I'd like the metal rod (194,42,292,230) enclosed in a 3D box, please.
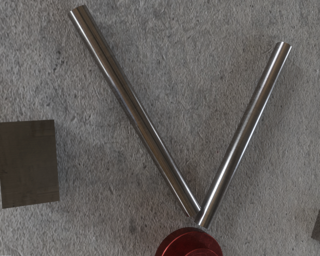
[{"bbox_3d":[0.126,0.005,0.457,0.025,0.025,0.299,30,80,-18],"label":"metal rod"}]

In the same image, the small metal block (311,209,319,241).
[{"bbox_3d":[0.288,0.170,0.518,0.050,0.025,0.050,24,82,-19],"label":"small metal block"}]

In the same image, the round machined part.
[{"bbox_3d":[0.044,0.189,0.418,0.099,0.042,0.097,0,90,-20],"label":"round machined part"}]

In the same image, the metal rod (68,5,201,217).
[{"bbox_3d":[-0.027,-0.013,0.399,0.025,0.025,0.299,-33,101,-17],"label":"metal rod"}]

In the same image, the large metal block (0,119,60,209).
[{"bbox_3d":[-0.138,0.033,0.329,0.050,0.080,0.079,-4,92,-20],"label":"large metal block"}]
